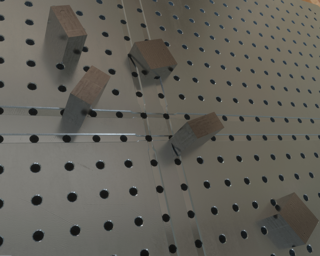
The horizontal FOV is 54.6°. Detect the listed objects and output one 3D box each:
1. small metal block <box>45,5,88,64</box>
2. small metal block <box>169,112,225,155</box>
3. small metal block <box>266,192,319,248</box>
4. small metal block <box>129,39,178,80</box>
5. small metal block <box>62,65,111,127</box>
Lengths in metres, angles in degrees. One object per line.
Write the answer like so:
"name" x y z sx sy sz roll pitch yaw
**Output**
"small metal block" -0.122 -0.120 0.400 0.025 0.050 0.050 -22 74 -36
"small metal block" 0.049 0.007 0.413 0.050 0.050 0.025 -20 72 -35
"small metal block" 0.184 0.127 0.429 0.050 0.025 0.050 -33 80 -38
"small metal block" -0.010 -0.104 0.466 0.050 0.025 0.050 -19 72 -35
"small metal block" -0.087 -0.037 0.368 0.025 0.050 0.050 31 52 -8
